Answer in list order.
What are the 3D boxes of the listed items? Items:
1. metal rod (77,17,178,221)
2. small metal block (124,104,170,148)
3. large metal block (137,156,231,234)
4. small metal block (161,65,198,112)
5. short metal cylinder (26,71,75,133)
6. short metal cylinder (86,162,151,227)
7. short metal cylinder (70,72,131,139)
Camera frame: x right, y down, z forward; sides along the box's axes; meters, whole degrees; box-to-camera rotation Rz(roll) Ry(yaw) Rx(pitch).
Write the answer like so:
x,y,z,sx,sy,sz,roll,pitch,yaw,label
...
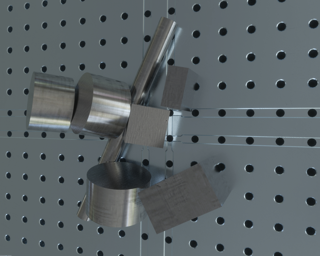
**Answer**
x,y,z,sx,sy,sz,roll,pitch,yaw,label
-0.048,-0.006,0.429,0.025,0.025,0.298,27,99,18,metal rod
-0.018,-0.004,0.406,0.050,0.025,0.050,9,96,-12,small metal block
0.033,0.077,0.372,0.080,0.080,0.050,-29,81,17,large metal block
0.026,-0.048,0.390,0.025,0.050,0.050,13,94,19,small metal block
-0.154,-0.035,0.432,0.080,0.050,0.080,-21,66,59,short metal cylinder
-0.053,0.082,0.397,0.080,0.080,0.050,12,107,19,short metal cylinder
-0.080,-0.028,0.407,0.080,0.050,0.080,-22,63,53,short metal cylinder
